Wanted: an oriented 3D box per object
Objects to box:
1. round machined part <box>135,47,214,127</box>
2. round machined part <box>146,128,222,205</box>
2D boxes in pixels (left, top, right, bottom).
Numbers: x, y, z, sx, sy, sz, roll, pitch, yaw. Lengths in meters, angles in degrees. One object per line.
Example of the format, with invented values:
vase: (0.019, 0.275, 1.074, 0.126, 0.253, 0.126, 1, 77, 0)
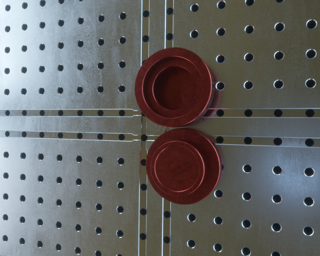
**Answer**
round machined part: (0.021, -0.050, 0.396, 0.098, 0.042, 0.097, 0, 90, 19)
round machined part: (0.027, 0.049, 0.393, 0.098, 0.042, 0.097, 0, 90, 19)
